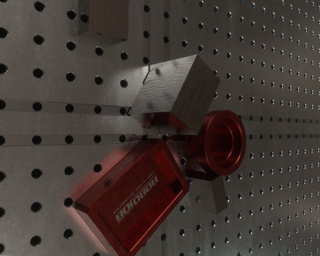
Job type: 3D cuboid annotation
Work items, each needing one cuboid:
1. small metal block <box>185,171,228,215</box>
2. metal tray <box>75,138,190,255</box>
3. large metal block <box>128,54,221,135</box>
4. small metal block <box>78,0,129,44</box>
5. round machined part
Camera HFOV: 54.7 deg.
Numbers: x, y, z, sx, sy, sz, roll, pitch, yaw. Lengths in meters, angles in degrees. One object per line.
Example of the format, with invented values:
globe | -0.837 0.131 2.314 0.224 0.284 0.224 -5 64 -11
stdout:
small metal block | 0.067 0.093 0.452 0.025 0.050 0.050 -20 103 -38
metal tray | -0.027 0.084 0.385 0.131 0.030 0.090 -43 116 -32
large metal block | 0.018 -0.039 0.390 0.050 0.080 0.080 39 66 -34
small metal block | -0.064 -0.129 0.356 0.050 0.025 0.050 2 89 -40
round machined part | 0.085 0.022 0.472 0.099 0.042 0.097 0 90 -40
